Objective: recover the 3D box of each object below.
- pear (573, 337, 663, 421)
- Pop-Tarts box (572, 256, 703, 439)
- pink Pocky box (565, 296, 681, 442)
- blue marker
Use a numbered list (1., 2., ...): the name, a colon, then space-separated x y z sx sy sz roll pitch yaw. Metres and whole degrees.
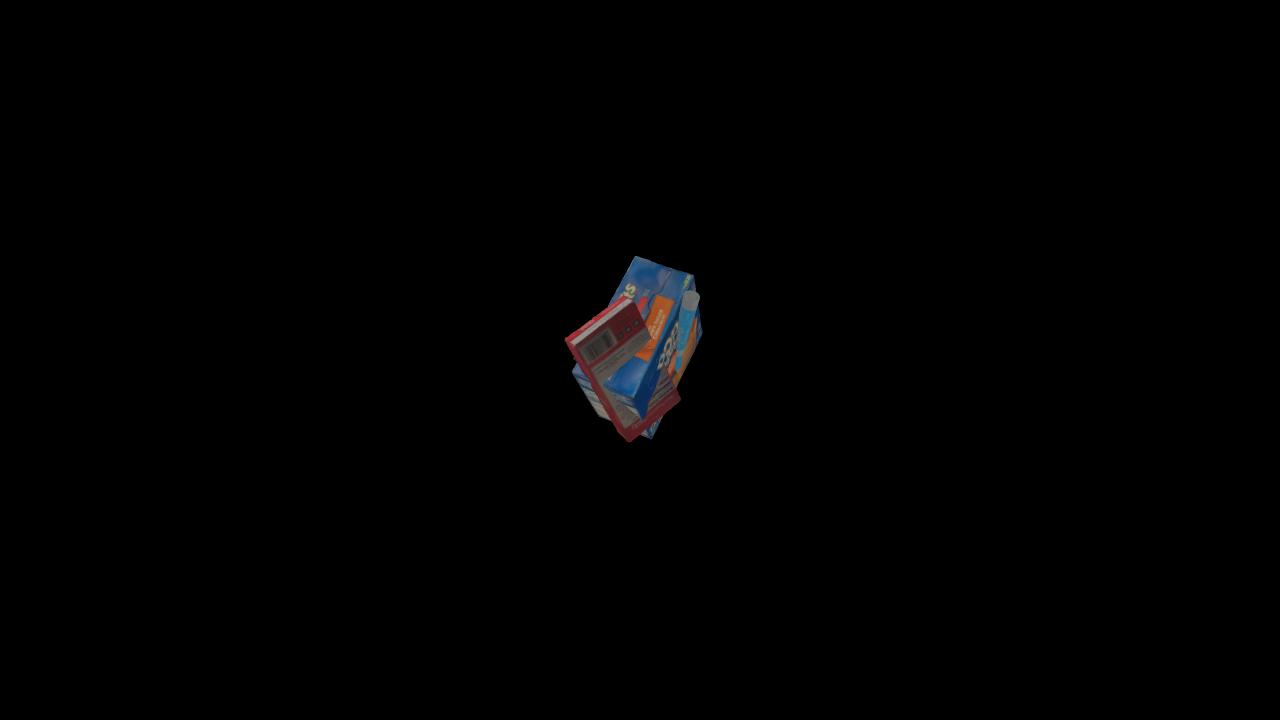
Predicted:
1. pear: -0.044 -0.020 0.767 0.111 0.080 0.080 1 1 36
2. Pop-Tarts box: 0.005 -0.012 0.750 0.083 0.167 0.141 19 -22 19
3. pink Pocky box: -0.015 0.013 0.691 0.084 0.155 0.029 -38 37 -15
4. blue marker: 0.049 -0.030 0.721 0.020 0.020 0.121 0 -42 -11
